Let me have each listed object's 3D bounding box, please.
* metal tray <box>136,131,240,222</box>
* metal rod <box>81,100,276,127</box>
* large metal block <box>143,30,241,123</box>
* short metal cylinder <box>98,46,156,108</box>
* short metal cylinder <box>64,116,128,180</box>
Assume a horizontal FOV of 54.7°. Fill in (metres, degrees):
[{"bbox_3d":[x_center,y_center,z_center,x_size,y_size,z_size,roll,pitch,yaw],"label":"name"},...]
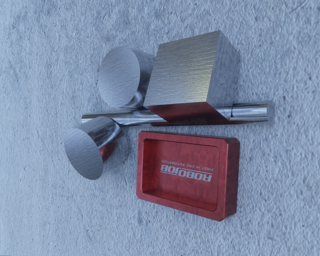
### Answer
[{"bbox_3d":[0.029,0.052,0.378,0.130,0.030,0.089,5,93,39],"label":"metal tray"},{"bbox_3d":[-0.002,-0.014,0.410,0.300,0.025,0.025,-1,90,40],"label":"metal rod"},{"bbox_3d":[0.036,-0.053,0.344,0.080,0.050,0.080,-1,68,40],"label":"large metal block"},{"bbox_3d":[-0.039,-0.066,0.422,0.080,0.050,0.080,0,89,40],"label":"short metal cylinder"},{"bbox_3d":[-0.093,0.028,0.451,0.080,0.050,0.079,18,121,32],"label":"short metal cylinder"}]
